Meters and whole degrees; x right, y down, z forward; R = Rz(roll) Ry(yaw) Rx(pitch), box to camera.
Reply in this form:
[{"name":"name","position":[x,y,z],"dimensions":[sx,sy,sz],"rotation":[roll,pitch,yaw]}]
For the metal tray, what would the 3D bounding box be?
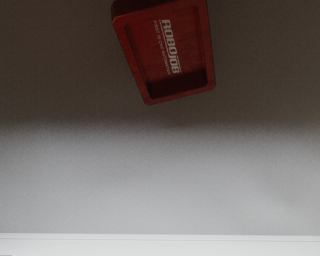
[{"name":"metal tray","position":[0.010,-0.085,0.342],"dimensions":[0.090,0.030,0.130],"rotation":[-14,143,5]}]
